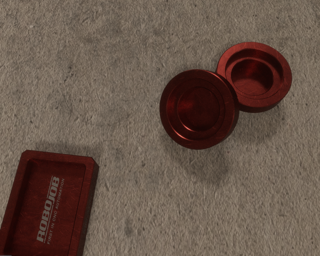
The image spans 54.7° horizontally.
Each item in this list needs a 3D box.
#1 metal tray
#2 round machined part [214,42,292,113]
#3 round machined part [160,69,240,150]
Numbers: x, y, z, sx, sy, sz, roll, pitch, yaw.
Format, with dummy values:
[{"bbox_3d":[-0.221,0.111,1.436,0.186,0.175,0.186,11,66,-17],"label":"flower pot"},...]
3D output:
[{"bbox_3d":[-0.131,0.096,0.368,0.091,0.030,0.130,7,70,2],"label":"metal tray"},{"bbox_3d":[0.123,-0.065,0.424,0.099,0.042,0.098,0,70,-1],"label":"round machined part"},{"bbox_3d":[0.052,-0.024,0.391,0.098,0.042,0.097,4,98,29],"label":"round machined part"}]
